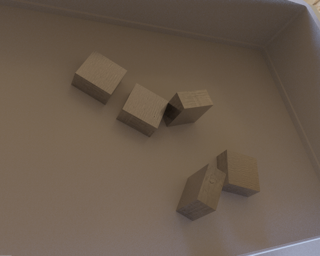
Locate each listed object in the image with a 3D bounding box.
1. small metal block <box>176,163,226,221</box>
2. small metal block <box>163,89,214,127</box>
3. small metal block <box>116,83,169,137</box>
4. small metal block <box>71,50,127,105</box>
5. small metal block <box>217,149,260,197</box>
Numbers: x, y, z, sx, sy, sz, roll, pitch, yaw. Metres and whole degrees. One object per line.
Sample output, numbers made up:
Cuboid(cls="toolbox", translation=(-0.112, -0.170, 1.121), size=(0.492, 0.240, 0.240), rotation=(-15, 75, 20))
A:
Cuboid(cls="small metal block", translation=(0.049, 0.077, 0.370), size=(0.025, 0.050, 0.050), rotation=(33, 51, -8))
Cuboid(cls="small metal block", translation=(0.037, -0.027, 0.428), size=(0.050, 0.050, 0.025), rotation=(-10, 67, -33))
Cuboid(cls="small metal block", translation=(-0.022, -0.024, 0.409), size=(0.050, 0.025, 0.050), rotation=(29, 52, -10))
Cuboid(cls="small metal block", translation=(-0.079, -0.066, 0.405), size=(0.050, 0.025, 0.050), rotation=(32, 51, -8))
Cuboid(cls="small metal block", translation=(0.107, 0.063, 0.427), size=(0.050, 0.025, 0.050), rotation=(17, 55, -19))
